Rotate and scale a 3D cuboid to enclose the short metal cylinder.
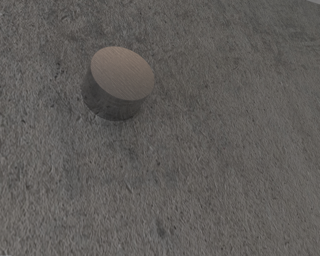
[{"bbox_3d":[-0.054,-0.055,0.392,0.081,0.050,0.080,13,56,-21],"label":"short metal cylinder"}]
